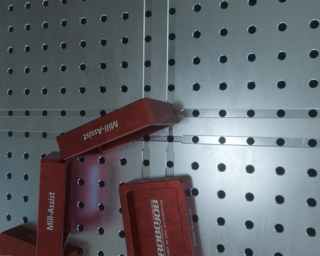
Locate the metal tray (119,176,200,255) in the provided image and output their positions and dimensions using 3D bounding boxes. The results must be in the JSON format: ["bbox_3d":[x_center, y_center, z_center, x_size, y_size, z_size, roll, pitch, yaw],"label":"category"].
[{"bbox_3d":[0.000,0.133,0.410,0.090,0.030,0.129,-9,87,19],"label":"metal tray"}]

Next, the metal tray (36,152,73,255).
[{"bbox_3d":[-0.143,0.101,0.427,0.030,0.090,0.129,3,91,-10],"label":"metal tray"}]

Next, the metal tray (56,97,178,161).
[{"bbox_3d":[-0.052,0.003,0.397,0.130,0.090,0.030,-22,83,18],"label":"metal tray"}]

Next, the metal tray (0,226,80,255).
[{"bbox_3d":[-0.192,0.216,0.479,0.130,0.030,0.090,11,94,19],"label":"metal tray"}]
